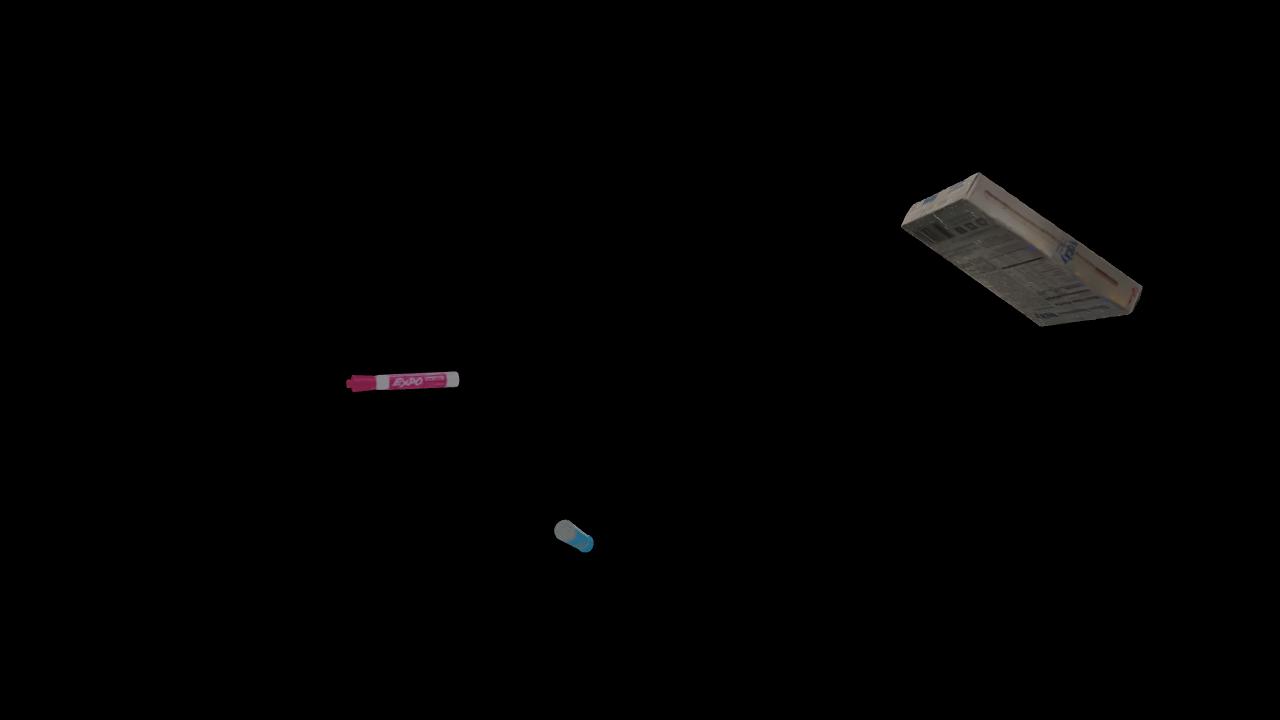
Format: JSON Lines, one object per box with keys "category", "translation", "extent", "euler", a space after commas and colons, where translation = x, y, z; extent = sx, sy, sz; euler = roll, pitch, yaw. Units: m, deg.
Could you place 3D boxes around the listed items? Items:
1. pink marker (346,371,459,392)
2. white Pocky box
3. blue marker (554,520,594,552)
{"category": "pink marker", "translation": [-0.267, 0.024, 0.699], "extent": [0.121, 0.020, 0.020], "euler": [-2, 1, -36]}
{"category": "white Pocky box", "translation": [0.288, -0.080, 0.474], "extent": [0.154, 0.028, 0.084], "euler": [32, -7, -6]}
{"category": "blue marker", "translation": [-0.063, 0.177, 0.612], "extent": [0.020, 0.020, 0.121], "euler": [0, -23, 5]}
